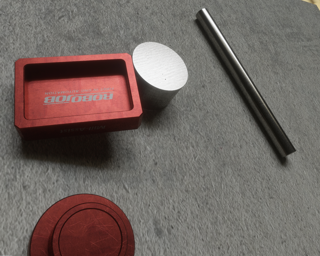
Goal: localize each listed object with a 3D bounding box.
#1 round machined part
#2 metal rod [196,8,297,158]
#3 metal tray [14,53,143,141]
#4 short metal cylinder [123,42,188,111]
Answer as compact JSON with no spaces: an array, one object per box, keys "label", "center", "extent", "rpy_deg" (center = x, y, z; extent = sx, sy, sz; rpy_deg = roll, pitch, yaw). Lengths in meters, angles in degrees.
[{"label":"round machined part","center":[-0.069,0.109,0.290],"extent":[0.099,0.042,0.098],"rpy_deg":[14,56,-21]},{"label":"metal rod","center":[0.141,-0.086,0.534],"extent":[0.025,0.025,0.299],"rpy_deg":[-14,69,-34]},{"label":"metal tray","center":[-0.091,-0.038,0.352],"extent":[0.131,0.030,0.090],"rpy_deg":[-6,64,-13]},{"label":"short metal cylinder","center":[-0.009,-0.071,0.428],"extent":[0.081,0.050,0.080],"rpy_deg":[14,56,-21]}]
